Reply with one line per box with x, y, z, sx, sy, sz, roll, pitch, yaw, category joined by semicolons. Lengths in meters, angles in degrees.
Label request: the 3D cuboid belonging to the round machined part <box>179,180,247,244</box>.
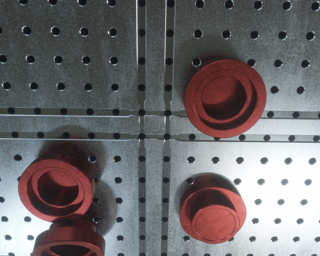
0.078;0.129;0.453;0.099;0.042;0.097;0;110;-1;round machined part

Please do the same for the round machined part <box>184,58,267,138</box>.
0.079;-0.040;0.391;0.099;0.042;0.097;0;110;-1;round machined part

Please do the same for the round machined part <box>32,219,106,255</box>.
-0.129;0.167;0.451;0.099;0.042;0.097;-3;135;-2;round machined part

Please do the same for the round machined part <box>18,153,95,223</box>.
-0.139;0.079;0.431;0.099;0.042;0.097;0;109;0;round machined part
